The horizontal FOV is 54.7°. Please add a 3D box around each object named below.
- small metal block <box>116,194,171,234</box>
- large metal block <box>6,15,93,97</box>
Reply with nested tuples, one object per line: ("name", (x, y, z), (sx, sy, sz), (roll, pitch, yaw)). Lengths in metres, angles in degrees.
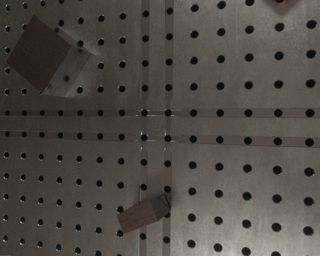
("small metal block", (-0.020, 0.111, 0.406), (0.050, 0.050, 0.025), (-26, 82, 18))
("large metal block", (-0.162, -0.103, 0.455), (0.080, 0.050, 0.080), (39, 102, 15))
